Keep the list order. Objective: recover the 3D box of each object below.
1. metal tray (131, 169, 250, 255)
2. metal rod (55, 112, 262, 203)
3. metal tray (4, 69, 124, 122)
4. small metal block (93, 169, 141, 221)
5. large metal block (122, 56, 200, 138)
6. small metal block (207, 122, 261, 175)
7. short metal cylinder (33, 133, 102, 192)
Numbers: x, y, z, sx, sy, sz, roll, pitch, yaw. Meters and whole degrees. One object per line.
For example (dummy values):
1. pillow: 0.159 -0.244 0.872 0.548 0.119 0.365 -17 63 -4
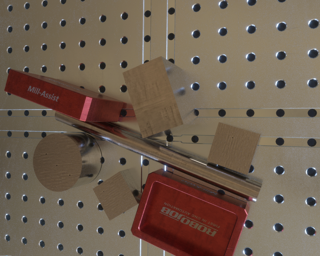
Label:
1. metal tray: 0.036 0.117 0.396 0.130 0.030 0.089 19 97 18
2. metal rod: -0.015 0.028 0.418 0.301 0.025 0.025 21 97 18
3. metal tray: -0.128 -0.043 0.422 0.130 0.090 0.030 20 97 19
4. small metal block: -0.057 0.093 0.433 0.050 0.025 0.050 -34 79 16
5. large metal block: 0.005 -0.034 0.383 0.050 0.080 0.080 -20 84 19
6. small metal block: 0.091 0.024 0.380 0.050 0.025 0.050 18 96 19
7. short metal cylinder: -0.132 0.047 0.445 0.080 0.050 0.080 0 90 20
